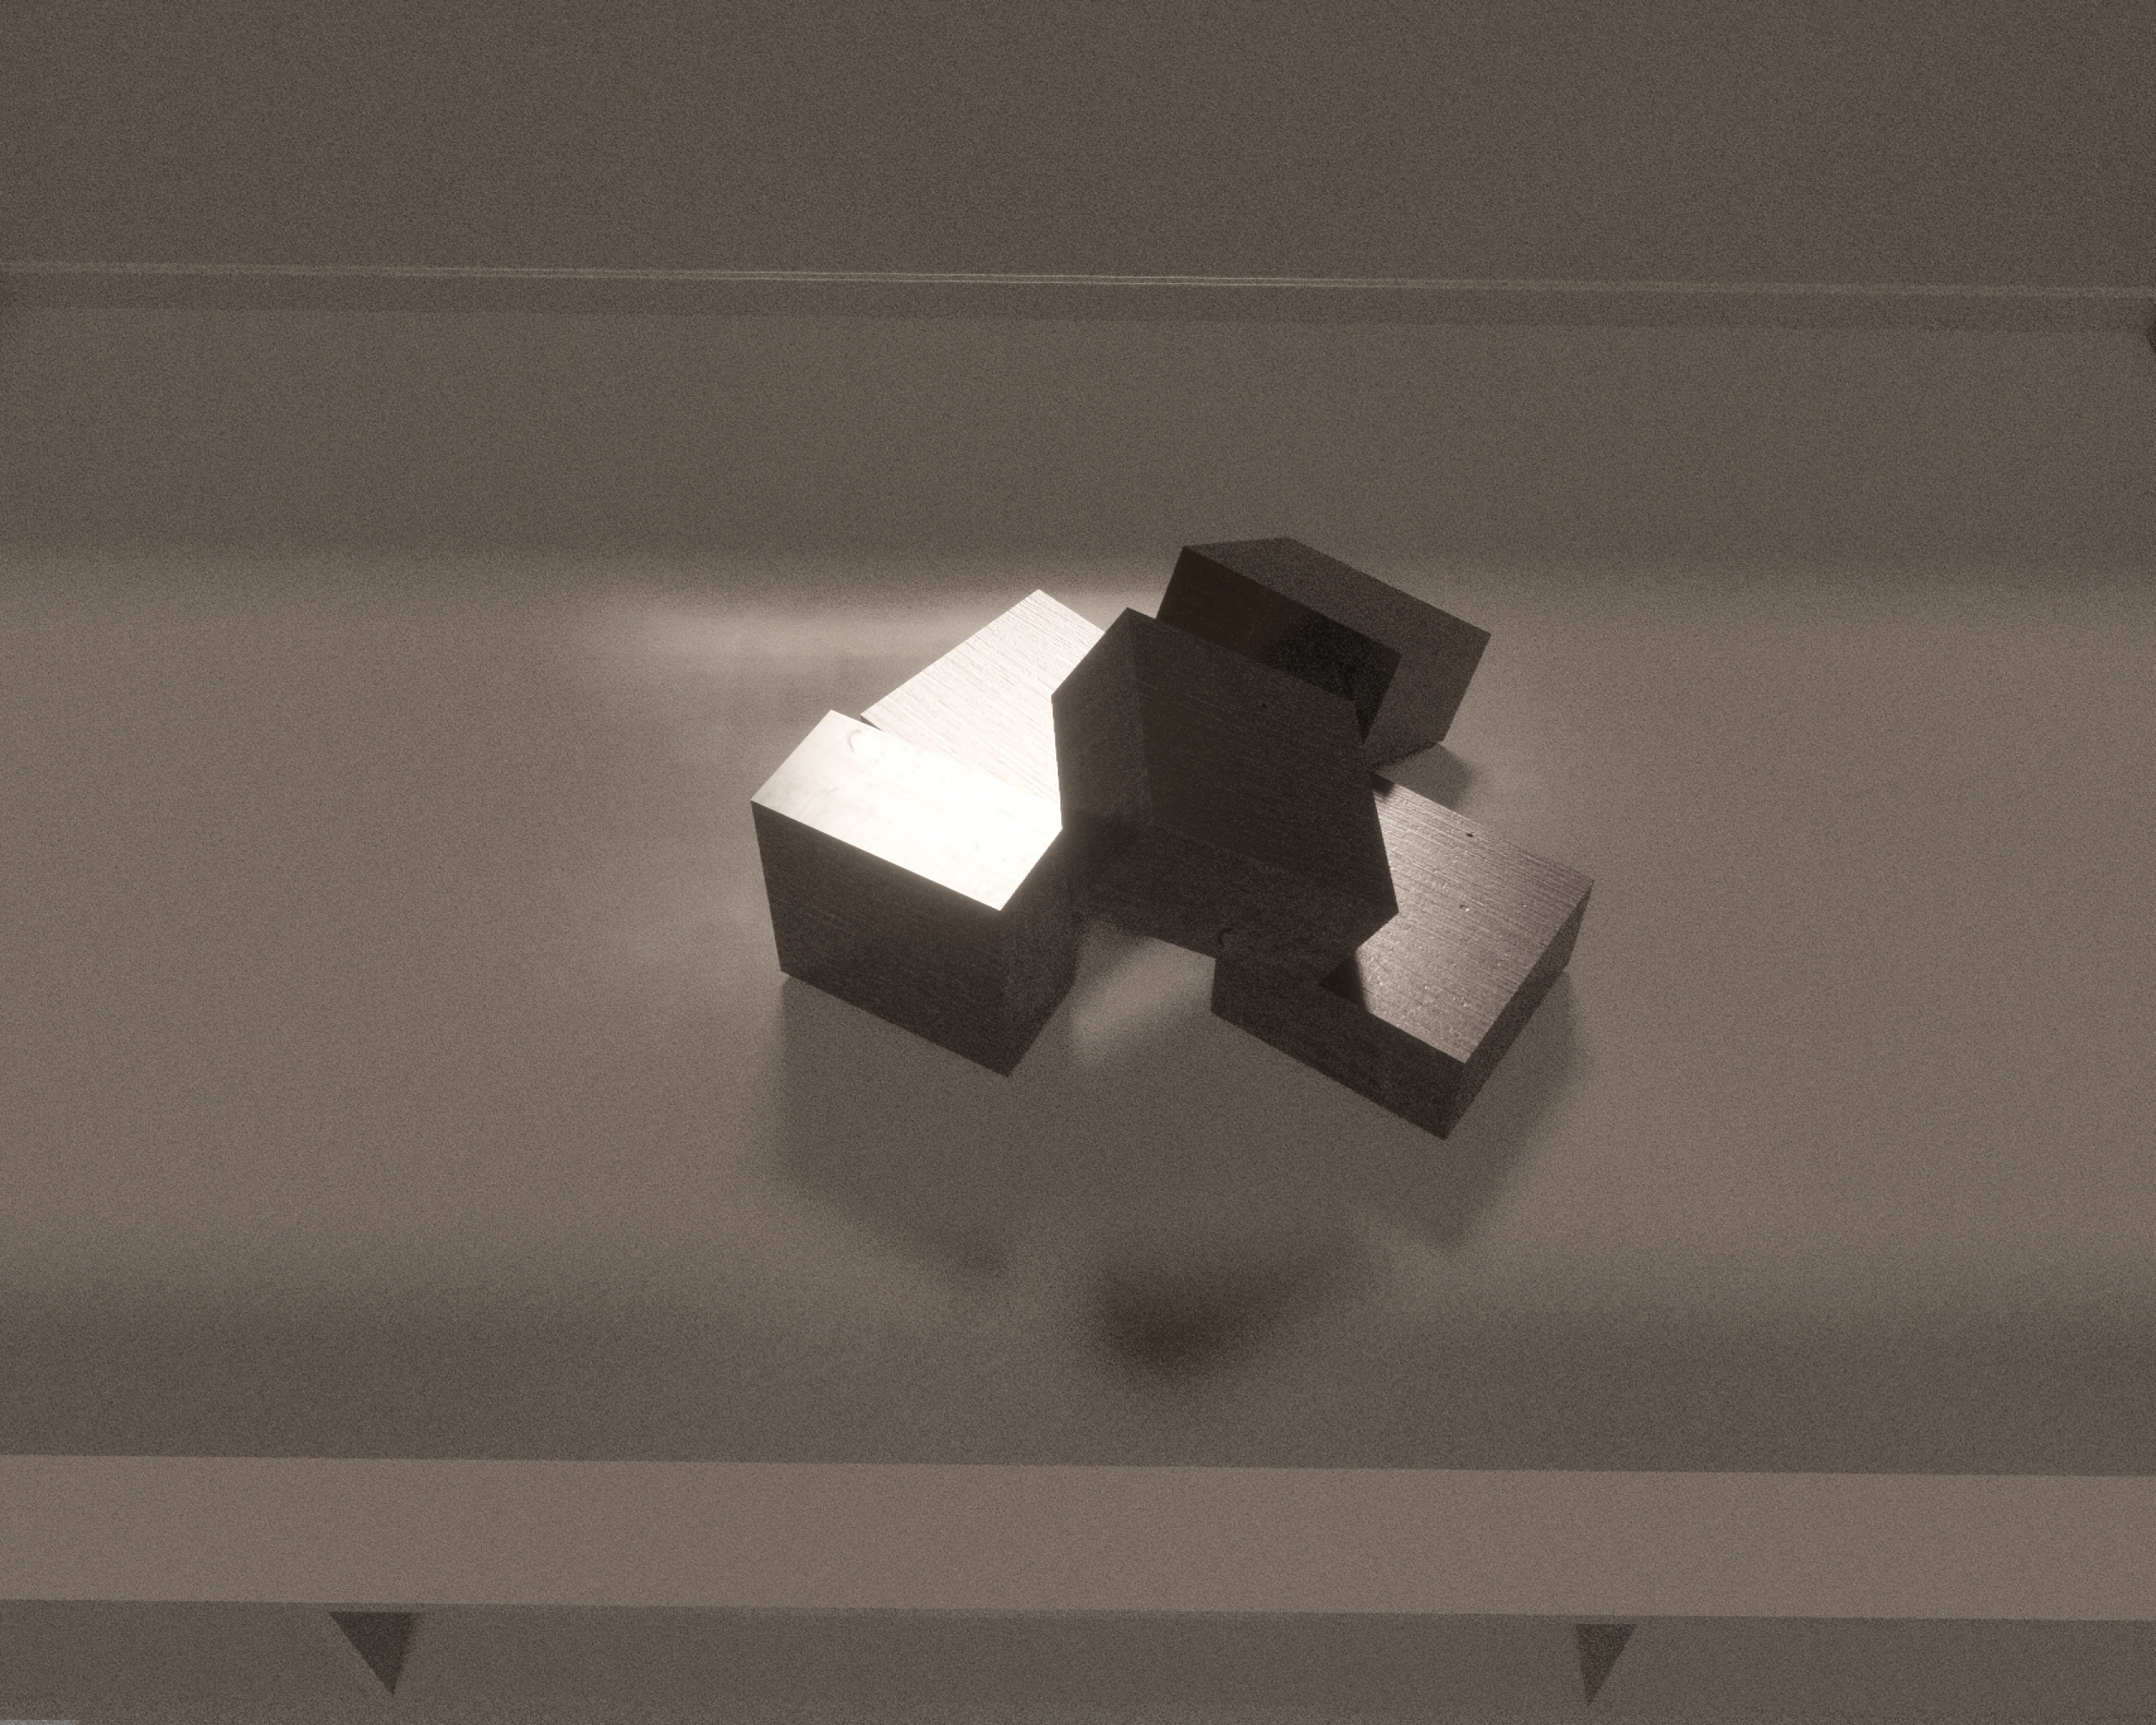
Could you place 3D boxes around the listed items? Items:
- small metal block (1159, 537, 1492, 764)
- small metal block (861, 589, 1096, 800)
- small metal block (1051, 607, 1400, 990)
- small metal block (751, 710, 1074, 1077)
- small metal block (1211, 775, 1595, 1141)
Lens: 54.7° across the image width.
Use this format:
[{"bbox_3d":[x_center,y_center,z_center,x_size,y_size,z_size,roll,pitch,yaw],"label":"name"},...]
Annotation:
[{"bbox_3d":[0.049,-0.044,0.426,0.050,0.025,0.050,30,23,22],"label":"small metal block"},{"bbox_3d":[-0.007,-0.022,0.420,0.050,0.025,0.050,36,58,26],"label":"small metal block"},{"bbox_3d":[0.025,-0.011,0.365,0.050,0.025,0.050,20,44,-27],"label":"small metal block"},{"bbox_3d":[-0.029,0.006,0.380,0.050,0.050,0.025,23,54,18],"label":"small metal block"},{"bbox_3d":[0.060,0.016,0.390,0.050,0.025,0.050,28,55,21],"label":"small metal block"}]
